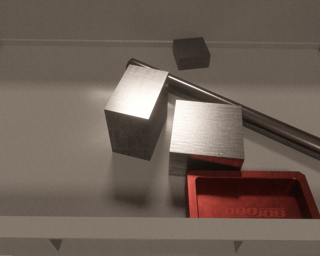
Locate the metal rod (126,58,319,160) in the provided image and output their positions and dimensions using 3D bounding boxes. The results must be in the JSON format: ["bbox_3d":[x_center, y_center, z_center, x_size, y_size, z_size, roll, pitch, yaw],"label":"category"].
[{"bbox_3d":[0.080,-0.034,0.434,0.301,0.025,0.025,27,55,20],"label":"metal rod"}]

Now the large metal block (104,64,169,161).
[{"bbox_3d":[-0.025,-0.019,0.385,0.050,0.080,0.080,13,51,10],"label":"large metal block"}]

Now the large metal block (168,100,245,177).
[{"bbox_3d":[0.055,0.015,0.377,0.080,0.050,0.080,6,50,4],"label":"large metal block"}]

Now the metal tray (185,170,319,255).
[{"bbox_3d":[0.094,0.090,0.323,0.131,0.030,0.090,1,46,0],"label":"metal tray"}]

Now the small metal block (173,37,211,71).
[{"bbox_3d":[0.051,-0.123,0.509,0.050,0.025,0.050,-7,50,-6],"label":"small metal block"}]
